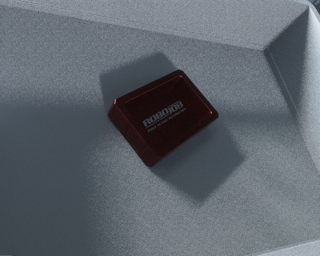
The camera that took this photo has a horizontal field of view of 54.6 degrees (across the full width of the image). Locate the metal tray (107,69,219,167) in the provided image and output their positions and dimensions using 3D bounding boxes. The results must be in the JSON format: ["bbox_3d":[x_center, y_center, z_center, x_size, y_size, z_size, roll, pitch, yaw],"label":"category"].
[{"bbox_3d":[0.008,-0.018,0.413,0.131,0.030,0.090,-32,80,-38],"label":"metal tray"}]
